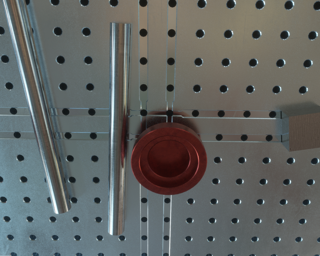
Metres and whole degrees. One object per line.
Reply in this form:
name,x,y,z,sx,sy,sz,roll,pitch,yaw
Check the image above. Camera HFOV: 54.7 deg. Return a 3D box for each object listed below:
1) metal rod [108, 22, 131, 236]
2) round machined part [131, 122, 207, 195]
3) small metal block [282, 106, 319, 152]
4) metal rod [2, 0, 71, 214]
metal rod,-0.057,0.015,0.418,0.025,0.025,0.298,4,110,-2
round machined part,0.012,0.038,0.418,0.099,0.042,0.097,0,110,0
small metal block,0.194,0.001,0.415,0.050,0.025,0.050,-8,110,3
metal rod,-0.157,-0.021,0.404,0.025,0.025,0.298,-5,110,2
